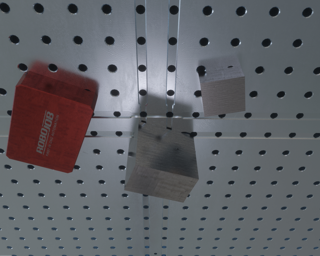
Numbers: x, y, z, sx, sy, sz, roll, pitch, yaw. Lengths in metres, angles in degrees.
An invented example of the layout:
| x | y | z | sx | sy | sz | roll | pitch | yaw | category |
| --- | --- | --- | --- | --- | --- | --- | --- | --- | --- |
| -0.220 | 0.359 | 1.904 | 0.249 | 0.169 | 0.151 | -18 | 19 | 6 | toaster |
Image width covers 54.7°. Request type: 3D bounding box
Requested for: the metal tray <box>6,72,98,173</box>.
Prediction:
| x | y | z | sx | sy | sz | roll | pitch | yaw | category |
| --- | --- | --- | --- | --- | --- | --- | --- | --- | --- |
| -0.144 | -0.001 | 0.406 | 0.091 | 0.030 | 0.129 | 18 | 128 | -15 | metal tray |

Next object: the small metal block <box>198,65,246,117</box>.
| x | y | z | sx | sy | sz | roll | pitch | yaw | category |
| --- | --- | --- | --- | --- | --- | --- | --- | --- | --- |
| 0.075 | -0.044 | 0.375 | 0.050 | 0.025 | 0.050 | -8 | 130 | 7 | small metal block |

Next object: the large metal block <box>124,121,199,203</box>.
| x | y | z | sx | sy | sz | roll | pitch | yaw | category |
| --- | --- | --- | --- | --- | --- | --- | --- | --- | --- |
| 0.001 | 0.045 | 0.413 | 0.081 | 0.080 | 0.050 | 15 | 129 | -13 | large metal block |
